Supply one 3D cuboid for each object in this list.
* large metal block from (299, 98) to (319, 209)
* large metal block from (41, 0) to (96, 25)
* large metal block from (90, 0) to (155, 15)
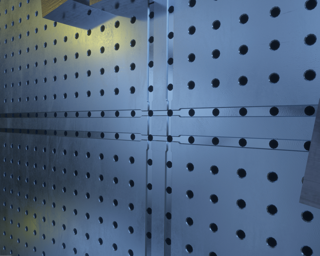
[{"bbox_3d":[0.156,0.022,0.245,0.050,0.081,0.080,13,99,39],"label":"large metal block"},{"bbox_3d":[-0.158,-0.233,0.525,0.080,0.050,0.080,-10,84,39],"label":"large metal block"},{"bbox_3d":[-0.055,-0.216,0.439,0.080,0.050,0.080,-1,90,40],"label":"large metal block"}]
